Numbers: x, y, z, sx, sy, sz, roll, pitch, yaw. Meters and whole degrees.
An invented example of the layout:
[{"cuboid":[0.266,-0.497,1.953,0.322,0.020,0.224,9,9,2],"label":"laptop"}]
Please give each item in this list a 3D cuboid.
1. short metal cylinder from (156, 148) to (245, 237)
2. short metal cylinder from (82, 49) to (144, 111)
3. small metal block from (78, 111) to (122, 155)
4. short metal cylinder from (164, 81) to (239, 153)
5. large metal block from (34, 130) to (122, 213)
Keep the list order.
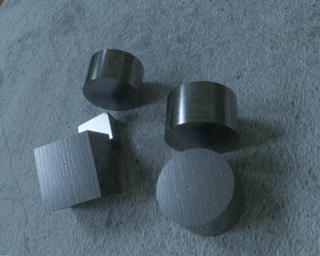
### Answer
[{"cuboid":[0.043,0.067,0.324,0.080,0.050,0.080,-13,56,21],"label":"short metal cylinder"},{"cuboid":[-0.065,-0.067,0.444,0.080,0.080,0.050,-8,58,24],"label":"short metal cylinder"},{"cuboid":[-0.086,0.012,0.442,0.050,0.025,0.050,-27,52,11],"label":"small metal block"},{"cuboid":[0.047,-0.009,0.349,0.080,0.080,0.050,-9,58,23],"label":"short metal cylinder"},{"cuboid":[-0.103,0.055,0.391,0.080,0.050,0.080,-19,77,17],"label":"large metal block"}]
